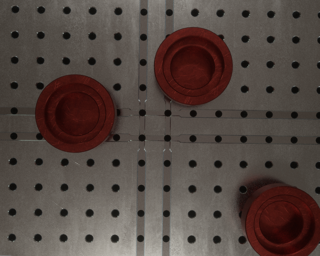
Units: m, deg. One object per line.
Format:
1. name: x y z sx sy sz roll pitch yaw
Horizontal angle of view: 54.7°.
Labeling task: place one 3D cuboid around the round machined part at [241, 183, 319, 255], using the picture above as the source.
1. round machined part: 0.155 0.121 0.407 0.099 0.042 0.097 0 90 -1

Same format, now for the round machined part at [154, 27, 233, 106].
1. round machined part: 0.041 -0.077 0.405 0.099 0.042 0.097 0 90 -1

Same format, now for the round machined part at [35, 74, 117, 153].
1. round machined part: -0.105 -0.018 0.404 0.099 0.042 0.097 0 90 -1
